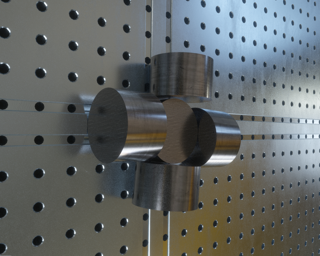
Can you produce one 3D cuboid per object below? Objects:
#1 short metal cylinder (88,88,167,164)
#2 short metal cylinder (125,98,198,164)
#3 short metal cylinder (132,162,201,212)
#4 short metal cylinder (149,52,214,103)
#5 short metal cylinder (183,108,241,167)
[{"bbox_3d":[-0.038,-0.002,0.341,0.050,0.080,0.080,2,89,-41],"label":"short metal cylinder"},{"bbox_3d":[0.002,0.004,0.395,0.081,0.050,0.080,0,90,-41],"label":"short metal cylinder"},{"bbox_3d":[0.008,0.068,0.378,0.081,0.080,0.050,8,85,-40],"label":"short metal cylinder"},{"bbox_3d":[0.027,-0.061,0.395,0.081,0.080,0.050,4,88,-40],"label":"short metal cylinder"},{"bbox_3d":[0.063,0.014,0.426,0.050,0.080,0.080,5,87,-40],"label":"short metal cylinder"}]
